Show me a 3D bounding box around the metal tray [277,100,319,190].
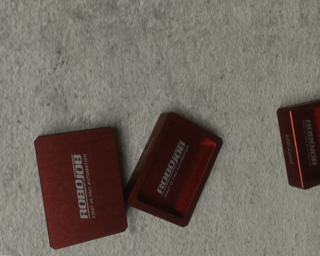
[{"bbox_3d":[0.243,0.024,0.498,0.091,0.030,0.129,-13,95,-20],"label":"metal tray"}]

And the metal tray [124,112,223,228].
[{"bbox_3d":[0.019,0.054,0.414,0.090,0.030,0.130,28,81,-18],"label":"metal tray"}]

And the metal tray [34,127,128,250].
[{"bbox_3d":[-0.094,0.068,0.372,0.091,0.030,0.129,-9,93,-20],"label":"metal tray"}]
